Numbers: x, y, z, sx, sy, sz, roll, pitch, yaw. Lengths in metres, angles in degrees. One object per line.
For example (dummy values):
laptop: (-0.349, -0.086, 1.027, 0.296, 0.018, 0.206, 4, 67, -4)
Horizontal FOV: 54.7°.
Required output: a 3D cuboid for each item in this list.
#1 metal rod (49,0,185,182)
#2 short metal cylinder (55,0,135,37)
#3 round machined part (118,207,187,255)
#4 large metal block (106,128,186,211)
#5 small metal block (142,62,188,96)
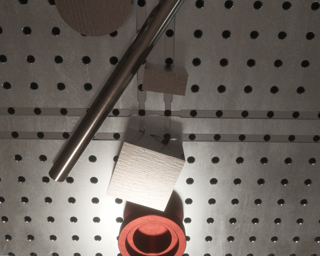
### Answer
metal rod: (-0.060, -0.048, 0.394, 0.025, 0.025, 0.299, 33, 106, -12)
short metal cylinder: (-0.070, -0.145, 0.346, 0.081, 0.050, 0.079, 0, 110, -1)
round machined part: (-0.011, 0.158, 0.463, 0.099, 0.042, 0.097, 0, 110, -1)
large metal block: (-0.019, 0.056, 0.420, 0.080, 0.050, 0.079, 18, 109, -7)
small metal block: (0.006, -0.061, 0.378, 0.050, 0.050, 0.025, 7, 110, -3)
